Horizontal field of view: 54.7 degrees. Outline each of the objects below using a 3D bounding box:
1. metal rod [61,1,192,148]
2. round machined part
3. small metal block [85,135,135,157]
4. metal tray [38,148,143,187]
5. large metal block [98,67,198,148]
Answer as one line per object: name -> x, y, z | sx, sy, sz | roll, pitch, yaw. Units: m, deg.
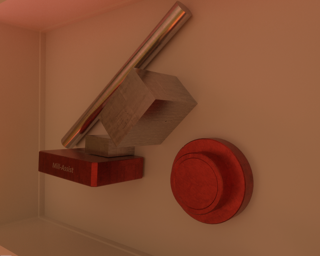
metal rod -> -0.064, -0.061, 0.457 | 0.299, 0.025, 0.025 | -42, 65, 31
round machined part -> 0.051, 0.060, 0.352 | 0.098, 0.042, 0.097 | 0, 90, 39
small metal block -> -0.072, 0.025, 0.447 | 0.050, 0.050, 0.025 | 6, 94, 39
metal tray -> -0.100, 0.052, 0.444 | 0.130, 0.091, 0.030 | 5, 93, 39
large metal block -> -0.015, -0.022, 0.381 | 0.080, 0.081, 0.050 | -49, 61, 28
